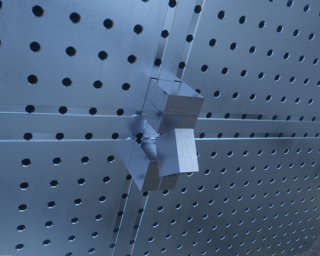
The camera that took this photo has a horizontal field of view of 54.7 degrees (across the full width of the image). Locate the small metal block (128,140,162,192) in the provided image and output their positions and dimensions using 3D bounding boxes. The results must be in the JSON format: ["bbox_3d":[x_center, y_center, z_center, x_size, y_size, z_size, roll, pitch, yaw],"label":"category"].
[{"bbox_3d":[-0.018,0.050,0.417,0.025,0.050,0.050,1,118,-30],"label":"small metal block"}]

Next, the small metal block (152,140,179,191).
[{"bbox_3d":[0.004,0.050,0.429,0.025,0.050,0.050,1,118,-30],"label":"small metal block"}]

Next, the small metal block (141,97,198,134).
[{"bbox_3d":[0.011,-0.016,0.392,0.050,0.050,0.025,2,118,-30],"label":"small metal block"}]

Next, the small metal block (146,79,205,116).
[{"bbox_3d":[0.018,-0.038,0.382,0.050,0.050,0.025,2,118,-30],"label":"small metal block"}]

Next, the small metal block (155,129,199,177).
[{"bbox_3d":[0.019,0.031,0.372,0.025,0.050,0.050,1,76,-28],"label":"small metal block"}]
